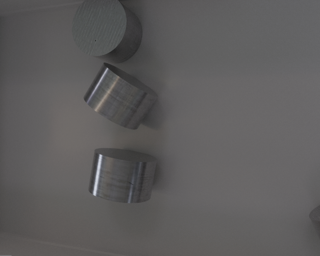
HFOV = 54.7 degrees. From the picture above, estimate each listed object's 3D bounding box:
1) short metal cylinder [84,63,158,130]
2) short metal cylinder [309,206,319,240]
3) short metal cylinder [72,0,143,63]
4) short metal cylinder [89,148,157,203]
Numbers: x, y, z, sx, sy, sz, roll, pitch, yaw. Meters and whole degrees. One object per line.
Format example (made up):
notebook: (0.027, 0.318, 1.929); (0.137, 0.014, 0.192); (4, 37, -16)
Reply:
short metal cylinder: (-0.050, -0.041, 0.399); (0.080, 0.080, 0.050); (36, 102, 16)
short metal cylinder: (0.201, 0.101, 0.310); (0.080, 0.080, 0.050); (-25, 82, 18)
short metal cylinder: (-0.071, -0.133, 0.422); (0.080, 0.050, 0.080); (0, 90, 20)
short metal cylinder: (-0.047, 0.059, 0.398); (0.080, 0.080, 0.050); (11, 94, 19)
